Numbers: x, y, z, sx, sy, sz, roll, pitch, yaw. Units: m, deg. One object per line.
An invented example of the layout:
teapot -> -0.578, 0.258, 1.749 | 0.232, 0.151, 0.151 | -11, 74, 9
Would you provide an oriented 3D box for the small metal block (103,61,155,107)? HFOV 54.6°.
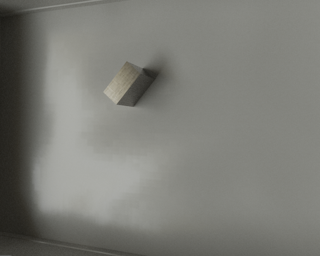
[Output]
small metal block -> -0.040, -0.056, 0.412 | 0.025, 0.050, 0.050 | 43, 104, 15
